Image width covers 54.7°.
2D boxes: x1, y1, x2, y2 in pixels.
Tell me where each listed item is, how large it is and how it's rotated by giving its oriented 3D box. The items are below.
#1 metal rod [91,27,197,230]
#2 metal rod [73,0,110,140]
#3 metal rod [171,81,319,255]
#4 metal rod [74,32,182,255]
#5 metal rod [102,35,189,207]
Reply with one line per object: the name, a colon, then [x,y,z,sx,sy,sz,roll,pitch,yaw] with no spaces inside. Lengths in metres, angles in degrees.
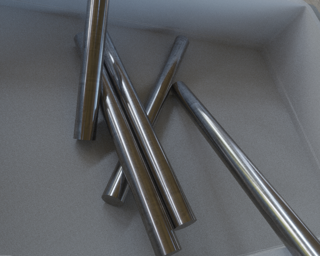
metal rod: [-0.032,-0.023,0.376,0.025,0.025,0.299,-7,57,-32]
metal rod: [-0.072,-0.135,0.355,0.025,0.025,0.298,6,90,-26]
metal rod: [0.078,0.027,0.349,0.025,0.025,0.300,4,33,-27]
metal rod: [-0.048,-0.002,0.356,0.025,0.025,0.299,-7,58,-32]
metal rod: [-0.007,-0.033,0.423,0.025,0.025,0.300,29,52,-10]
